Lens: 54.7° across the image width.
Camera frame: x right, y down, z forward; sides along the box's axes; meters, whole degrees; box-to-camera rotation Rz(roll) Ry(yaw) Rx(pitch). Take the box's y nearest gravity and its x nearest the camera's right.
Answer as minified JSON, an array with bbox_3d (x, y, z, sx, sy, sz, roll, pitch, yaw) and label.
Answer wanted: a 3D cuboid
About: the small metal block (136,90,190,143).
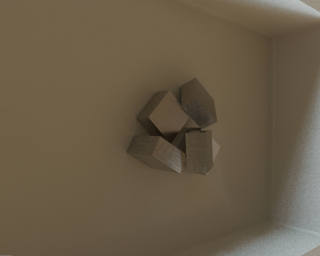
[{"bbox_3d":[0.005,-0.014,0.410,0.050,0.025,0.050,51,60,-28],"label":"small metal block"}]

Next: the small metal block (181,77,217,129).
[{"bbox_3d":[0.055,-0.035,0.438,0.050,0.025,0.050,45,30,-31],"label":"small metal block"}]

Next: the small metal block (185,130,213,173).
[{"bbox_3d":[0.052,0.029,0.403,0.050,0.025,0.050,-11,98,-72],"label":"small metal block"}]

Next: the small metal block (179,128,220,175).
[{"bbox_3d":[0.056,0.034,0.454,0.050,0.025,0.050,43,64,-32],"label":"small metal block"}]

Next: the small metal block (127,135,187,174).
[{"bbox_3d":[-0.004,0.032,0.386,0.050,0.050,0.025,36,68,-35],"label":"small metal block"}]
